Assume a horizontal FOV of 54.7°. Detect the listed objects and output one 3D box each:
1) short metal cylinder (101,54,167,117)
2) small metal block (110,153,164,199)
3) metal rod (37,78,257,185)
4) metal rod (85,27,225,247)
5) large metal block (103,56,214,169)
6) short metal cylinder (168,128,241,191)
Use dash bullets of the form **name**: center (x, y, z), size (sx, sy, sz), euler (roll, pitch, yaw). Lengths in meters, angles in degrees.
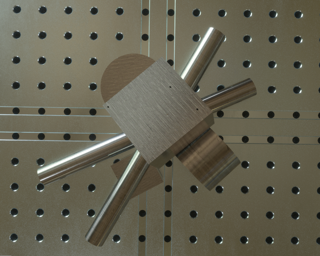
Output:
- **short metal cylinder**: center (-0.031, -0.050, 0.397), size (0.081, 0.050, 0.079), euler (0, 90, 0)
- **small metal block**: center (-0.030, 0.059, 0.410), size (0.050, 0.025, 0.050), euler (-28, 90, 0)
- **metal rod**: center (-0.016, 0.005, 0.409), size (0.301, 0.025, 0.025), euler (-23, 90, 0)
- **metal rod**: center (-0.006, 0.010, 0.385), size (0.025, 0.025, 0.299), euler (31, 89, 0)
- **large metal block**: center (0.001, -0.014, 0.334), size (0.080, 0.050, 0.080), euler (-40, 73, 1)
- **short metal cylinder**: center (0.052, 0.031, 0.383), size (0.050, 0.080, 0.080), euler (-43, 90, 1)
